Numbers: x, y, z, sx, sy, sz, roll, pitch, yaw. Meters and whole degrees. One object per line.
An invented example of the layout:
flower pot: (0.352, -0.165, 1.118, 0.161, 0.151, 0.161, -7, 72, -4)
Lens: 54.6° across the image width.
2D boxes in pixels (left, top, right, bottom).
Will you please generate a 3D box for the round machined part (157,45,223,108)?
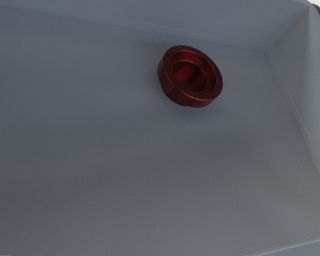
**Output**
round machined part: (0.040, -0.071, 0.459, 0.099, 0.042, 0.098, 13, 56, -21)
